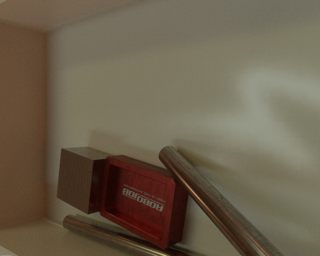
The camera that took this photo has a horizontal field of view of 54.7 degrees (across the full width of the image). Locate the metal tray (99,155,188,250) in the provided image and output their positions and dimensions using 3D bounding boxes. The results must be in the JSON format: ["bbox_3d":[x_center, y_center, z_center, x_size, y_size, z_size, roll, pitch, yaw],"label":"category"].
[{"bbox_3d":[-0.026,0.095,0.422,0.130,0.030,0.089,12,98,39],"label":"metal tray"}]

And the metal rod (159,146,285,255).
[{"bbox_3d":[0.068,0.089,0.272,0.300,0.025,0.025,43,119,58],"label":"metal rod"}]

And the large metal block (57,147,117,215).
[{"bbox_3d":[-0.112,0.077,0.480,0.080,0.050,0.079,12,98,39],"label":"large metal block"}]

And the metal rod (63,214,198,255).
[{"bbox_3d":[-0.040,0.164,0.437,0.300,0.025,0.025,1,91,39],"label":"metal rod"}]
